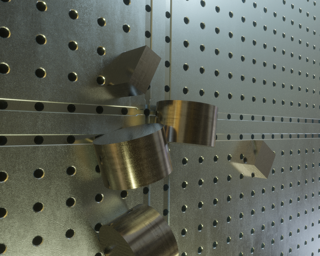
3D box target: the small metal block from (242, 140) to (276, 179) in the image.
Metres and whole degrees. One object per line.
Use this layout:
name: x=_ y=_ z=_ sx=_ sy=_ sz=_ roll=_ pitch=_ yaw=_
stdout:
small metal block: x=0.179 y=0.057 z=0.560 sx=0.050 sy=0.025 sz=0.050 roll=42 pitch=65 yaw=-32

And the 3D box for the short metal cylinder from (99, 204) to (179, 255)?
short metal cylinder: x=-0.025 y=0.134 z=0.352 sx=0.050 sy=0.080 sz=0.080 roll=-23 pitch=105 yaw=-38

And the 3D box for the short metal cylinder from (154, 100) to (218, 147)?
short metal cylinder: x=0.033 y=-0.004 z=0.401 sx=0.081 sy=0.080 sz=0.050 roll=10 pitch=84 yaw=-40

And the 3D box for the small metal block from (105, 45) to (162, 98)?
small metal block: x=-0.032 y=-0.065 z=0.366 sx=0.025 sy=0.050 sz=0.050 roll=36 pitch=68 yaw=-35

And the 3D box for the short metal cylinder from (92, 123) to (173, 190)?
short metal cylinder: x=-0.030 y=0.029 z=0.349 sx=0.081 sy=0.080 sz=0.050 roll=-21 pitch=104 yaw=-38
